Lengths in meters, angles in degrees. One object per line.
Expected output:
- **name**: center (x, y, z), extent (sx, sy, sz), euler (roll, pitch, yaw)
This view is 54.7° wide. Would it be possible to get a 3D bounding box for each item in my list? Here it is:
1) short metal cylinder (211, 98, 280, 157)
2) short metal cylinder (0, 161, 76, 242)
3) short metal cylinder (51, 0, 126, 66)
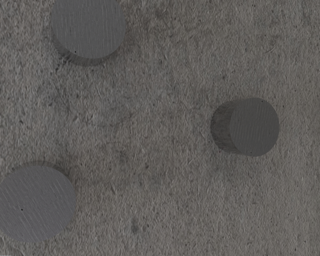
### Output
- **short metal cylinder**: center (0.120, -0.001, 0.440), extent (0.081, 0.050, 0.080), euler (0, 90, -20)
- **short metal cylinder**: center (-0.138, 0.079, 0.345), extent (0.081, 0.050, 0.080), euler (0, 90, -20)
- **short metal cylinder**: center (-0.085, -0.117, 0.364), extent (0.081, 0.050, 0.080), euler (0, 90, -20)
